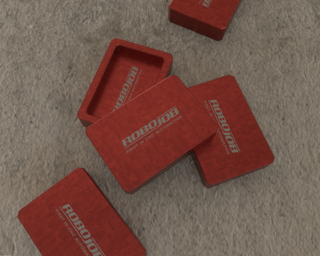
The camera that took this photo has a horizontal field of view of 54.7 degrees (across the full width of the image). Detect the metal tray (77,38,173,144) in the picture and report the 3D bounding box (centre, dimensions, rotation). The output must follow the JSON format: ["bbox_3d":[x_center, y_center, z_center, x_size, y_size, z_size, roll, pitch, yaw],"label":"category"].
[{"bbox_3d":[-0.044,-0.053,0.424,0.090,0.030,0.130,18,71,6],"label":"metal tray"}]

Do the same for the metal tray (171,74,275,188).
[{"bbox_3d":[0.078,0.002,0.406,0.091,0.030,0.130,-19,71,-7],"label":"metal tray"}]

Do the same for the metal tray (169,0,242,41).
[{"bbox_3d":[0.080,-0.208,0.482,0.090,0.030,0.130,25,72,8],"label":"metal tray"}]

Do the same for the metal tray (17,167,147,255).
[{"bbox_3d":[-0.089,0.123,0.359,0.090,0.030,0.130,-37,75,-13],"label":"metal tray"}]

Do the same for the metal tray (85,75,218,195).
[{"bbox_3d":[-0.009,0.006,0.371,0.131,0.030,0.090,-33,74,-12],"label":"metal tray"}]
